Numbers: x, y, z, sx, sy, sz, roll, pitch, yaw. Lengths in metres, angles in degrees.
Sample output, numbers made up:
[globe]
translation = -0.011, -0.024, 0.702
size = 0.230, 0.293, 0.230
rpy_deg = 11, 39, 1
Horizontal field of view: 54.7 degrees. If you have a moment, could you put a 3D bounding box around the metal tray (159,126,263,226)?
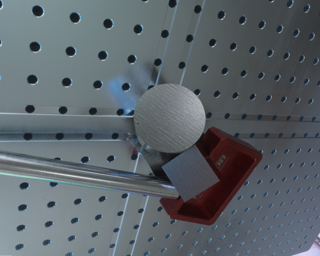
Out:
[metal tray]
translation = 0.070, 0.070, 0.423
size = 0.091, 0.030, 0.129
rpy_deg = 23, 106, -37

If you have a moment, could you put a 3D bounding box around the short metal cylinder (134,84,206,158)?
[short metal cylinder]
translation = 0.010, -0.007, 0.370
size = 0.080, 0.080, 0.050
rpy_deg = -31, 171, -9

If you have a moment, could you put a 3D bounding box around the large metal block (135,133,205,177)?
[large metal block]
translation = 0.023, 0.043, 0.434
size = 0.080, 0.050, 0.080
rpy_deg = -31, 129, -9

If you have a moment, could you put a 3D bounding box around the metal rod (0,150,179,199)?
[metal rod]
translation = -0.116, 0.047, 0.340
size = 0.302, 0.025, 0.025
rpy_deg = 13, 112, -22

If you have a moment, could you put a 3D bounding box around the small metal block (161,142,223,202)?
[small metal block]
translation = 0.039, 0.053, 0.373
size = 0.050, 0.050, 0.025
rpy_deg = -36, 172, 17
